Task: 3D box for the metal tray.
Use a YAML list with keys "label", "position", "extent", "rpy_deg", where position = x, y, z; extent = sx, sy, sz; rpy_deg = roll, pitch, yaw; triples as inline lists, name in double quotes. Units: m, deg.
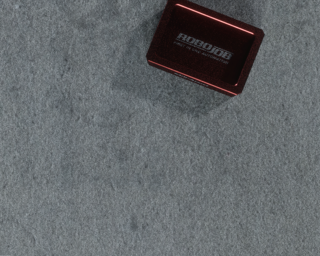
- label: "metal tray"
  position: [0.058, -0.105, 0.407]
  extent: [0.131, 0.030, 0.090]
  rpy_deg: [21, 90, 0]
